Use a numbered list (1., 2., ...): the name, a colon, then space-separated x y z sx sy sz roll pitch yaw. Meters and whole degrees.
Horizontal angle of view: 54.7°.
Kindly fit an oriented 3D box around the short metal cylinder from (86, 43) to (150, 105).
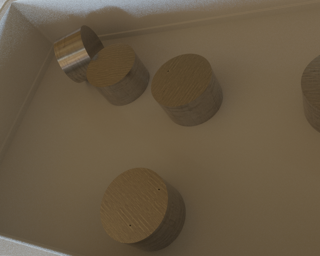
1. short metal cylinder: -0.063 -0.081 0.471 0.080 0.050 0.080 -11 58 19

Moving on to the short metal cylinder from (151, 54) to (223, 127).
1. short metal cylinder: 0.036 -0.049 0.401 0.080 0.050 0.080 -13 56 21

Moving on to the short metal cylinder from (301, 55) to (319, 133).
1. short metal cylinder: 0.188 -0.035 0.312 0.080 0.050 0.080 -13 56 21

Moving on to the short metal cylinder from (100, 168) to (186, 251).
1. short metal cylinder: -0.018 0.090 0.344 0.080 0.050 0.080 -13 56 21

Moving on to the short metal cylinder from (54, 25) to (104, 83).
1. short metal cylinder: -0.128 -0.121 0.512 0.050 0.080 0.080 -21 54 16
